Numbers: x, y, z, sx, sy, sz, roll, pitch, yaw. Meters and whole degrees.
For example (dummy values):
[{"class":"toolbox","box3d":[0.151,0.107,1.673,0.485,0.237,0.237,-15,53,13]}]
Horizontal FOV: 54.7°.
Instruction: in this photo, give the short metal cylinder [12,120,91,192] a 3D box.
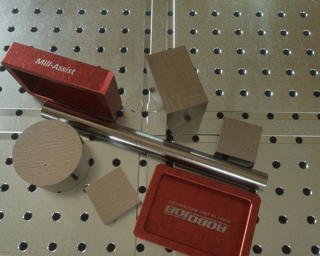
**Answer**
[{"class":"short metal cylinder","box3d":[-0.131,0.036,0.383,0.081,0.050,0.080,0,70,0]}]

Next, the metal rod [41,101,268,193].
[{"class":"metal rod","box3d":[-0.012,0.022,0.403,0.301,0.025,0.025,18,71,6]}]

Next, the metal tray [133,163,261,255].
[{"class":"metal tray","box3d":[0.044,0.105,0.370,0.131,0.030,0.090,17,71,6]}]

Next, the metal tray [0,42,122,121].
[{"class":"metal tray","box3d":[-0.119,-0.056,0.395,0.131,0.090,0.030,18,71,6]}]

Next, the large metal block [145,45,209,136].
[{"class":"large metal block","box3d":[0.019,-0.045,0.400,0.050,0.080,0.080,-17,71,-6]}]

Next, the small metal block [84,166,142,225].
[{"class":"small metal block","box3d":[-0.057,0.084,0.381,0.050,0.025,0.050,-31,73,-11]}]

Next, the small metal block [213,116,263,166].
[{"class":"small metal block","box3d":[0.102,0.018,0.405,0.050,0.025,0.050,16,71,5]}]
